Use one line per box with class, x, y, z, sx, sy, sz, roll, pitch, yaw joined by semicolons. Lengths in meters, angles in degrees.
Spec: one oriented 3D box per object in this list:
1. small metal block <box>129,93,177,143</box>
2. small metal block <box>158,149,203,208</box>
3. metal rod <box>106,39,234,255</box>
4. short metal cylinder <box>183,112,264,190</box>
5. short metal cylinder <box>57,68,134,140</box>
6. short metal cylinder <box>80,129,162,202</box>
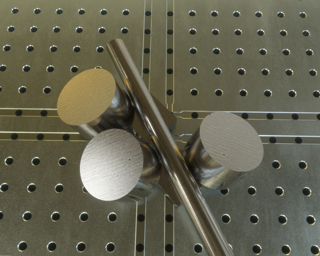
small metal block;-0.013;-0.009;0.411;0.050;0.025;0.050;-41;75;-14
small metal block;0.024;0.063;0.385;0.050;0.025;0.050;-38;75;-13
metal rod;0.003;0.014;0.376;0.025;0.025;0.299;-24;72;-9
short metal cylinder;0.074;0.027;0.372;0.081;0.050;0.080;11;53;-15
short metal cylinder;-0.080;-0.028;0.389;0.080;0.050;0.080;-10;60;18
short metal cylinder;-0.045;0.045;0.363;0.080;0.050;0.080;-6;73;21
